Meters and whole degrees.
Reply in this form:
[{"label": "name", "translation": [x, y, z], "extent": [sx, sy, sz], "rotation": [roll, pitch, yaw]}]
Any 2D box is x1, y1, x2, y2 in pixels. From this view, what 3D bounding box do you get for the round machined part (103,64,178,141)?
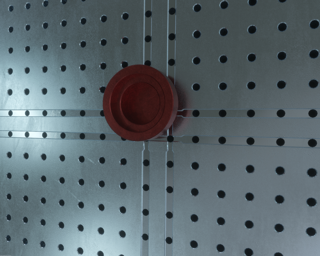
[{"label": "round machined part", "translation": [-0.023, -0.032, 0.412], "extent": [0.098, 0.042, 0.097], "rotation": [0, 90, 20]}]
